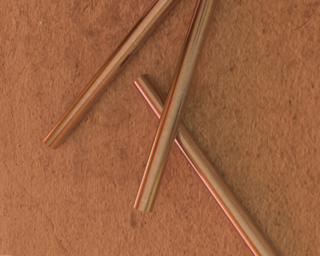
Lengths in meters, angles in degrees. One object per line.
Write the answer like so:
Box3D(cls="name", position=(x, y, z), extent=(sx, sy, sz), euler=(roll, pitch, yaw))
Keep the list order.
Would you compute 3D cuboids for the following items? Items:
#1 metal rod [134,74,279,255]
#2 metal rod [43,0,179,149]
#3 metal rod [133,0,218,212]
Box3D(cls="metal rod", position=(0.059, 0.055, 0.387), extent=(0.025, 0.025, 0.299), euler=(-38, 78, 16))
Box3D(cls="metal rod", position=(-0.066, -0.085, 0.430), extent=(0.025, 0.025, 0.299), euler=(45, 103, 14))
Box3D(cls="metal rod", position=(0.024, -0.046, 0.378), extent=(0.025, 0.025, 0.299), euler=(16, 87, 19))
